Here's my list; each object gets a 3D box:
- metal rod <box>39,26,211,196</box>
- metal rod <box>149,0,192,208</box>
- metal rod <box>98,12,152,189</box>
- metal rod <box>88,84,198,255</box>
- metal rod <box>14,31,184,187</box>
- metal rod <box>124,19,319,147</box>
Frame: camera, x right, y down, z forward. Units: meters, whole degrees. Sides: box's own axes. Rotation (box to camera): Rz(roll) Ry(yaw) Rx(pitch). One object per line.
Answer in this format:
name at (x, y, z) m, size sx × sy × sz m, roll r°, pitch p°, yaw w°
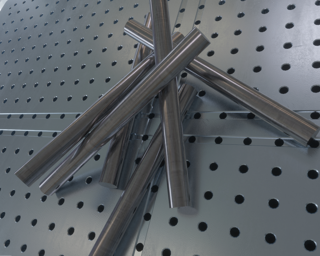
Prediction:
metal rod at (-0.057, -0.008, 0.391) m, size 0.299 × 0.025 × 0.025 m, roll -42°, pitch 49°, yaw 21°
metal rod at (0.009, -0.055, 0.387) m, size 0.025 × 0.025 × 0.299 m, roll -12°, pitch 72°, yaw 22°
metal rod at (-0.040, -0.058, 0.465) m, size 0.025 × 0.025 × 0.300 m, roll -3°, pitch 60°, yaw 27°
metal rod at (-0.029, 0.074, 0.378) m, size 0.025 × 0.025 × 0.300 m, roll 17°, pitch 70°, yaw 35°
metal rod at (-0.067, -0.038, 0.425) m, size 0.025 × 0.025 × 0.301 m, roll 27°, pitch 63°, yaw 37°
metal rod at (0.057, -0.072, 0.395) m, size 0.300 × 0.025 × 0.025 m, roll 39°, pitch 84°, yaw 30°
